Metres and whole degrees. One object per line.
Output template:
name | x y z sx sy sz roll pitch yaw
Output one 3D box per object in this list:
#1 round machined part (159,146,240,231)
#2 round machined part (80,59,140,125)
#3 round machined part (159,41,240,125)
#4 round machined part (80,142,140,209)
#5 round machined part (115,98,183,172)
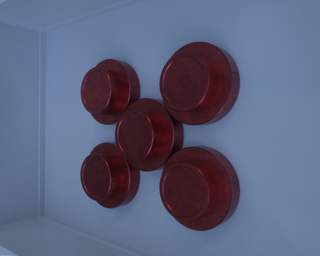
round machined part | 0.038 0.071 0.361 0.098 0.042 0.097 0 90 39
round machined part | -0.080 -0.053 0.457 0.098 0.042 0.097 0 90 39
round machined part | 0.038 -0.052 0.361 0.098 0.042 0.097 0 90 39
round machined part | -0.080 0.070 0.457 0.098 0.042 0.097 0 90 39
round machined part | -0.021 0.009 0.409 0.098 0.042 0.097 0 90 39
